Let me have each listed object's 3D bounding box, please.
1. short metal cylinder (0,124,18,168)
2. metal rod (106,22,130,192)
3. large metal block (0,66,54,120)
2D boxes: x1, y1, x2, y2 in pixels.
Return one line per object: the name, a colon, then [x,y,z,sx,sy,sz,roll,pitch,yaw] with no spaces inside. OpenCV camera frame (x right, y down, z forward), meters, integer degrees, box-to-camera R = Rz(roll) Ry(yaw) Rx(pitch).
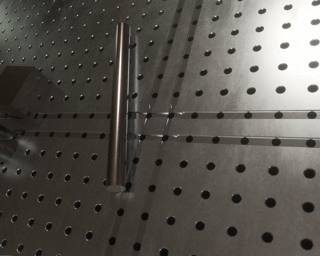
short metal cylinder: [-0.293,0.028,0.526,0.080,0.050,0.080,-13,56,20]
metal rod: [-0.060,-0.050,0.468,0.025,0.025,0.299,-15,56,19]
large metal block: [-0.256,-0.065,0.564,0.080,0.050,0.080,8,66,31]
